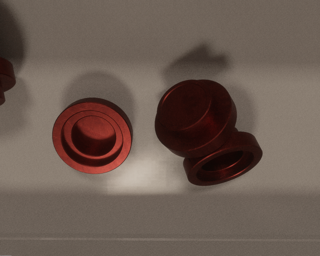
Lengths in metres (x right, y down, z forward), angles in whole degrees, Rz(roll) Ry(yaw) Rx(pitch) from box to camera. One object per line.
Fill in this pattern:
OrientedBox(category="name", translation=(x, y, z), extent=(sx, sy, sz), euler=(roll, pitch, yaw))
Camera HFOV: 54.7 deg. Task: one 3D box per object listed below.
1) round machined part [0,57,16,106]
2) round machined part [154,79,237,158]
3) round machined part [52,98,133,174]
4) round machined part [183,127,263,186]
OrientedBox(category="round machined part", translation=(-0.216, -0.046, 0.349), extent=(0.098, 0.098, 0.042), euler=(-14, 84, 5))
OrientedBox(category="round machined part", translation=(0.036, -0.017, 0.363), extent=(0.098, 0.098, 0.042), euler=(-33, 139, 11))
OrientedBox(category="round machined part", translation=(-0.084, 0.007, 0.404), extent=(0.099, 0.042, 0.097), euler=(0, 110, -1))
OrientedBox(category="round machined part", translation=(0.076, 0.033, 0.399), extent=(0.099, 0.042, 0.098), euler=(-12, 146, -8))
